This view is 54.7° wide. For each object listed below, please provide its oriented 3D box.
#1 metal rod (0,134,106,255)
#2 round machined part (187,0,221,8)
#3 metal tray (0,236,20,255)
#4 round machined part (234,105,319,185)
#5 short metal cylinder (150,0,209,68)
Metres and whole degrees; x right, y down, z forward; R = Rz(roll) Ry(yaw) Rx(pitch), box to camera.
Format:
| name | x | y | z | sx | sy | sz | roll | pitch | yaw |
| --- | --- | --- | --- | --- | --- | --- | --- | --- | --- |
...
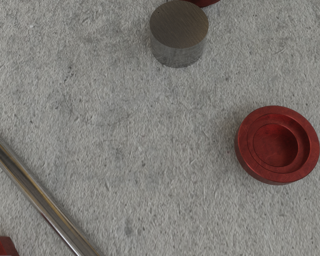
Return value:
| name | x | y | z | sx | sy | sz | roll | pitch | yaw |
| --- | --- | --- | --- | --- | --- | --- | --- | --- | --- |
| metal rod | -0.122 | 0.106 | 0.367 | 0.025 | 0.025 | 0.300 | -43 | 76 | -14 |
| round machined part | 0.060 | -0.228 | 0.483 | 0.099 | 0.042 | 0.098 | 0 | 70 | -1 |
| metal tray | -0.182 | 0.196 | 0.331 | 0.090 | 0.030 | 0.130 | -34 | 74 | -12 |
| round machined part | 0.143 | 0.024 | 0.392 | 0.099 | 0.042 | 0.098 | 0 | 70 | -1 |
| short metal cylinder | 0.026 | -0.133 | 0.444 | 0.081 | 0.050 | 0.080 | 0 | 70 | 0 |
